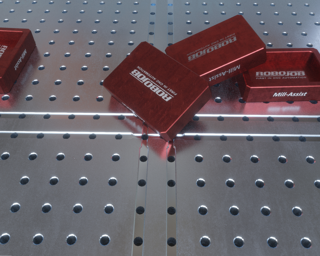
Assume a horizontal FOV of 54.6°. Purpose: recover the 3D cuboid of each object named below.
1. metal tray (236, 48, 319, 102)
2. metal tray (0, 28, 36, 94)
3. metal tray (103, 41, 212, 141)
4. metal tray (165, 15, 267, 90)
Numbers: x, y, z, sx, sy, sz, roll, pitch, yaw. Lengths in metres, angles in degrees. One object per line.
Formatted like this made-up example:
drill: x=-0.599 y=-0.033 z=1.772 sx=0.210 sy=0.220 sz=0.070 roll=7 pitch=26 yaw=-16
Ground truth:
metal tray: x=0.186 y=-0.083 z=0.474 sx=0.131 sy=0.030 sz=0.090 roll=-1 pitch=50 yaw=-1
metal tray: x=-0.268 y=-0.112 z=0.497 sx=0.090 sy=0.030 sz=0.130 roll=4 pitch=50 yaw=3
metal tray: x=-0.006 y=-0.054 z=0.429 sx=0.130 sy=0.030 sz=0.090 roll=39 pitch=83 yaw=28
metal tray: x=0.082 y=-0.112 z=0.472 sx=0.130 sy=0.030 sz=0.090 roll=-23 pitch=51 yaw=6
